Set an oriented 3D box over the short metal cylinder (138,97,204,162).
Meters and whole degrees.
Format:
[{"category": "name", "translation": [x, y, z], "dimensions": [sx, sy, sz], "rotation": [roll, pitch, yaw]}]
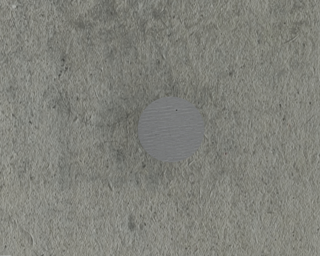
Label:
[{"category": "short metal cylinder", "translation": [0.013, 0.002, 0.399], "dimensions": [0.081, 0.050, 0.079], "rotation": [0, 90, -1]}]
